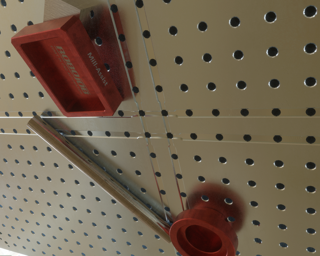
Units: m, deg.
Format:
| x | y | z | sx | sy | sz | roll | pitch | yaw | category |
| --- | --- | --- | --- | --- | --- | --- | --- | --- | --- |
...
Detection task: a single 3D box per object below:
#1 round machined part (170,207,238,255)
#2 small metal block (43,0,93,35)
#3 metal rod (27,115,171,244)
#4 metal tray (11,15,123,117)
| x | y | z | sx | sy | sz | roll | pitch | yaw | category |
| --- | --- | --- | --- | --- | --- | --- | --- | --- | --- |
| 0.067 | 0.158 | 0.461 | 0.098 | 0.042 | 0.097 | 13 | 124 | 20 | round machined part |
| -0.116 | -0.136 | 0.386 | 0.050 | 0.025 | 0.050 | 29 | 128 | 9 | small metal block |
| -0.095 | 0.084 | 0.510 | 0.300 | 0.025 | 0.025 | 40 | 129 | 0 | metal rod |
| -0.116 | -0.071 | 0.400 | 0.090 | 0.030 | 0.130 | -1 | 135 | 28 | metal tray |
